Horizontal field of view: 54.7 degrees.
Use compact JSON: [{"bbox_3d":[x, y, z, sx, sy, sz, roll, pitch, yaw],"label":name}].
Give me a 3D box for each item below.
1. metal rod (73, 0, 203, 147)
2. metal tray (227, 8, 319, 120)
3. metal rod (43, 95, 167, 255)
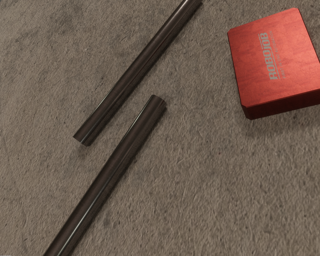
[{"bbox_3d":[-0.028,-0.098,0.477,0.025,0.025,0.300,29,77,37],"label":"metal rod"},{"bbox_3d":[0.138,-0.080,0.377,0.090,0.030,0.130,-14,56,20],"label":"metal tray"},{"bbox_3d":[-0.081,0.084,0.392,0.025,0.025,0.300,24,74,36],"label":"metal rod"}]
